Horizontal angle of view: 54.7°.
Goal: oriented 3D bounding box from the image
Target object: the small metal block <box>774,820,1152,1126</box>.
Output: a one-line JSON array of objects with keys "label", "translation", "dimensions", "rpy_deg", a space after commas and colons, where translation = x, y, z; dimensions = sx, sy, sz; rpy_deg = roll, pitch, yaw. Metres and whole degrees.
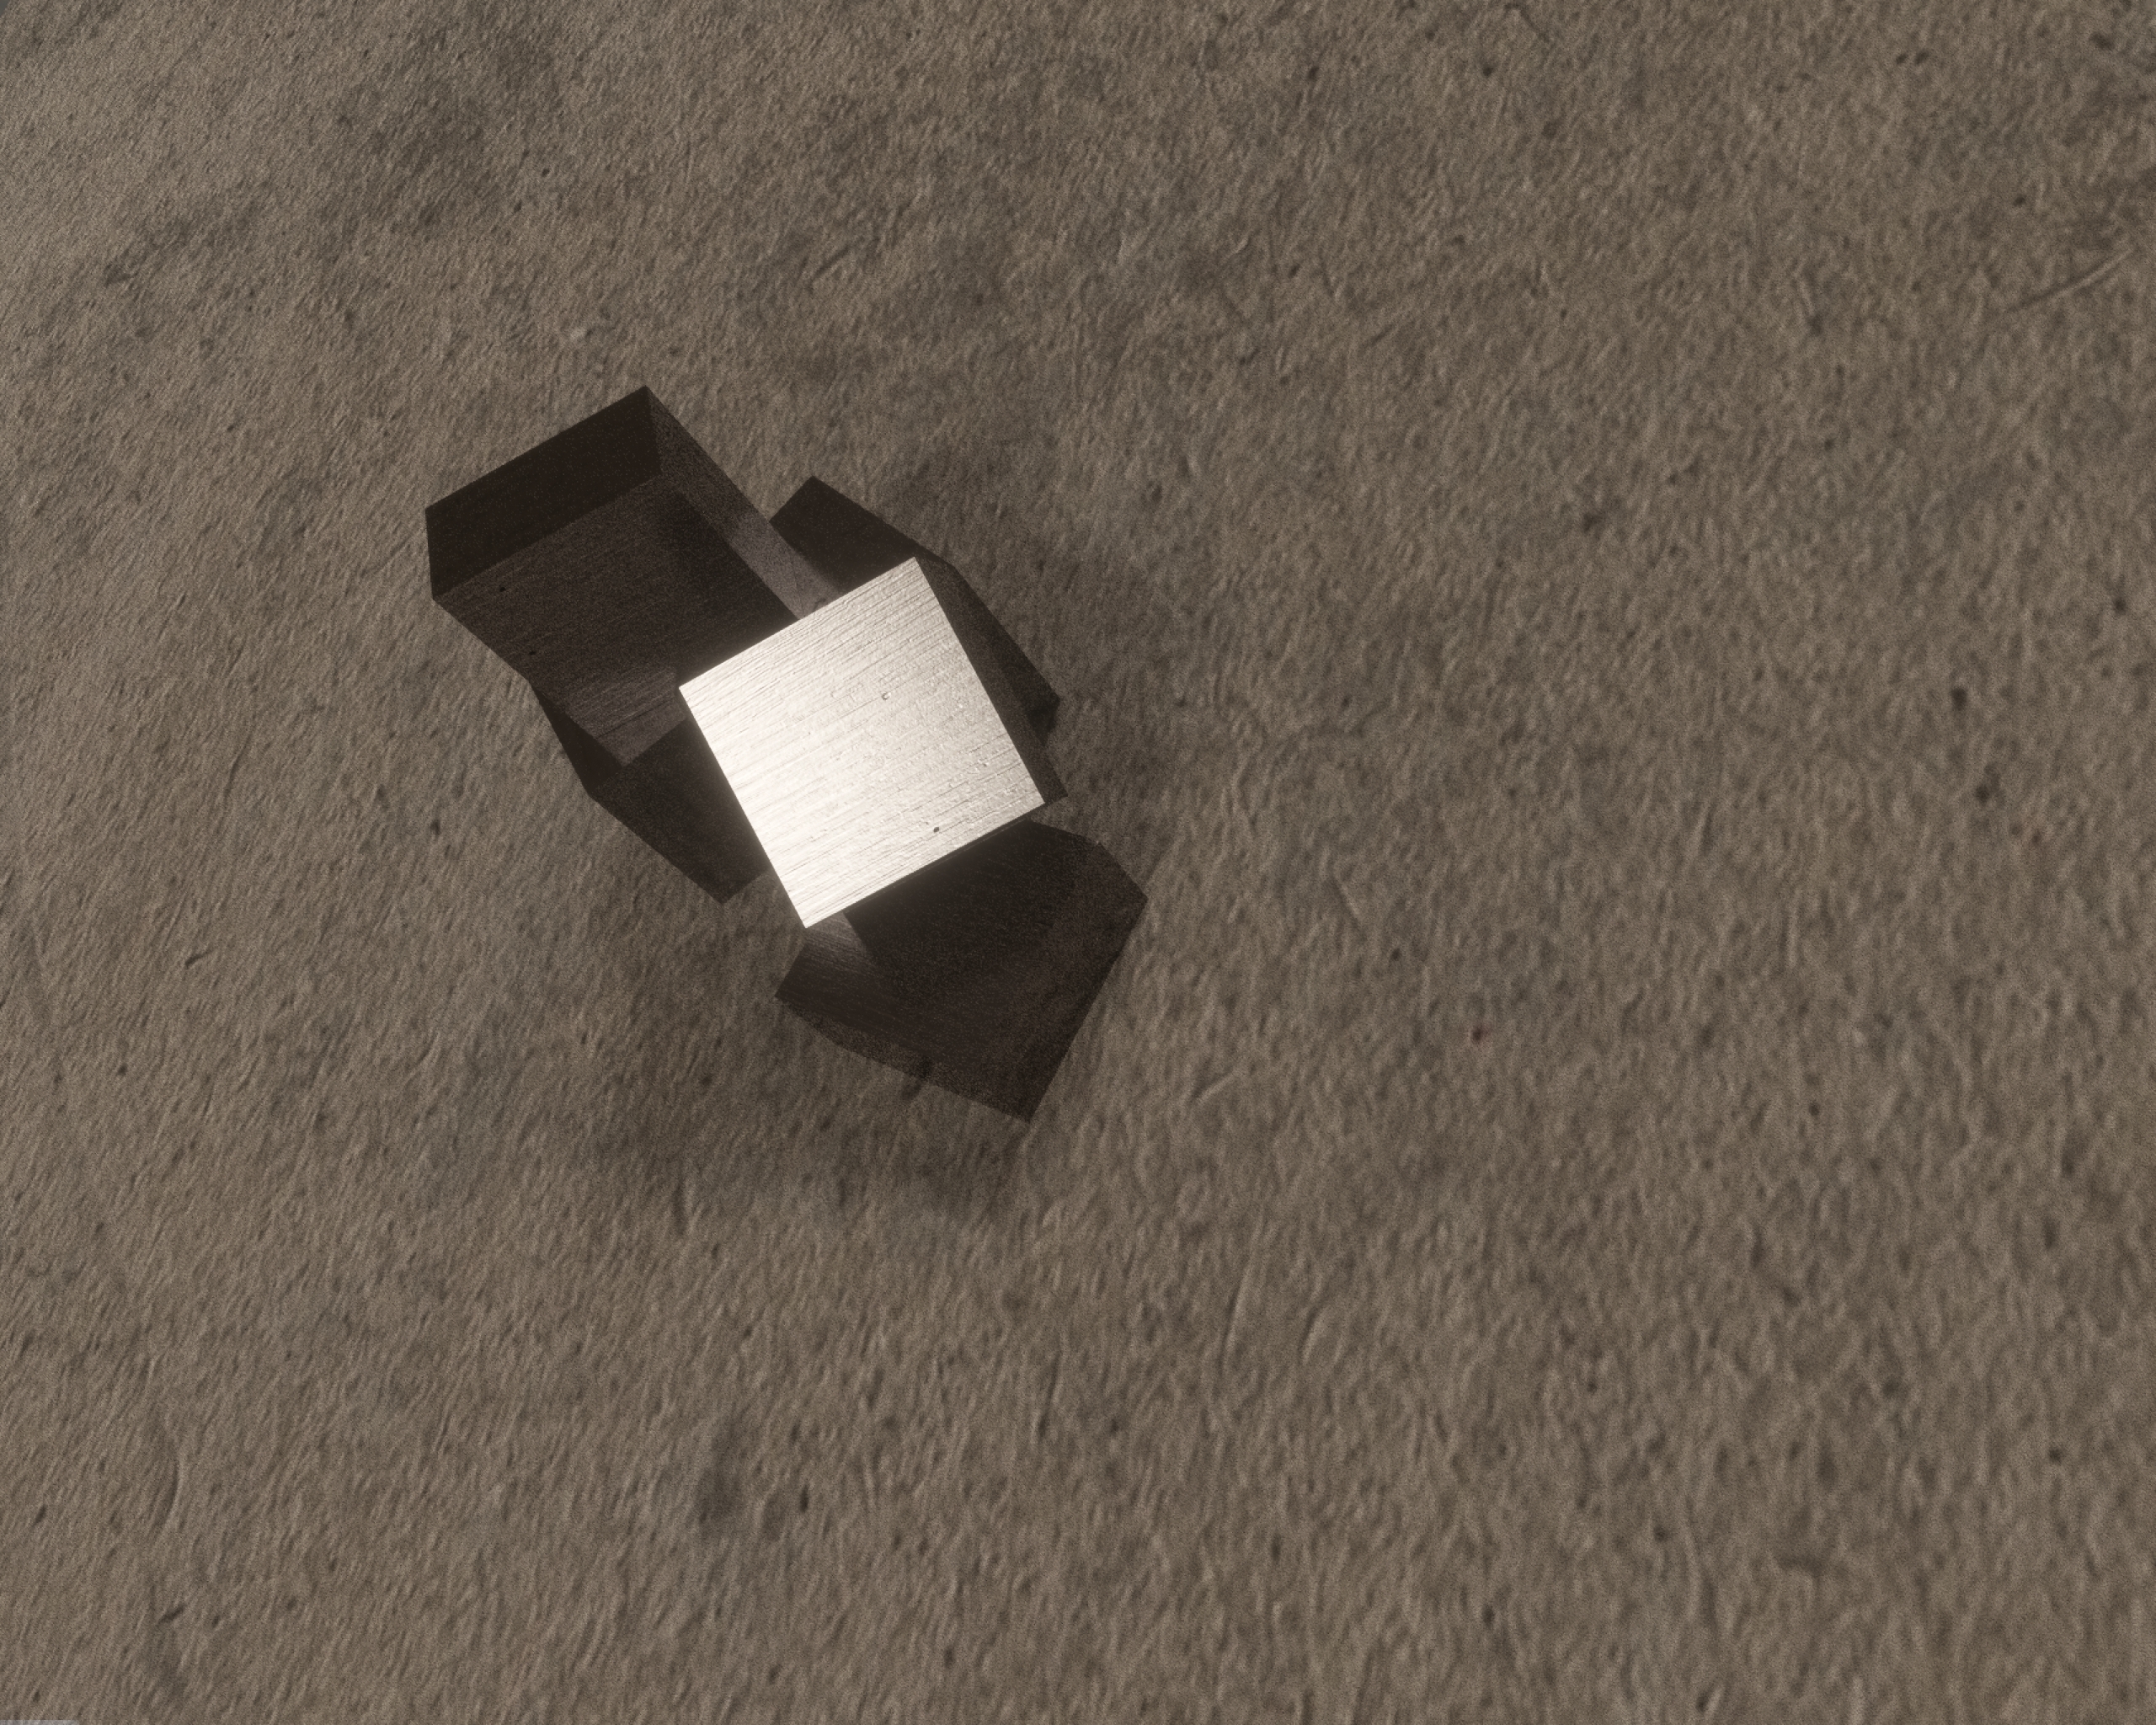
[{"label": "small metal block", "translation": [-0.022, 0.017, 0.405], "dimensions": [0.050, 0.025, 0.050], "rpy_deg": [17, 71, 34]}]

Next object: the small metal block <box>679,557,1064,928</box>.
[{"label": "small metal block", "translation": [-0.037, -0.022, 0.389], "dimensions": [0.050, 0.025, 0.050], "rpy_deg": [-28, 90, 10]}]

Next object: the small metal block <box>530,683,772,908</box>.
[{"label": "small metal block", "translation": [-0.089, -0.025, 0.450], "dimensions": [0.025, 0.050, 0.050], "rpy_deg": [-38, 51, 2]}]

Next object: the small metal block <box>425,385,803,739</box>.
[{"label": "small metal block", "translation": [-0.089, -0.057, 0.405], "dimensions": [0.050, 0.050, 0.025], "rpy_deg": [-26, 53, 12]}]

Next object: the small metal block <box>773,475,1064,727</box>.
[{"label": "small metal block", "translation": [-0.037, -0.048, 0.437], "dimensions": [0.025, 0.050, 0.050], "rpy_deg": [-49, 52, -6]}]
